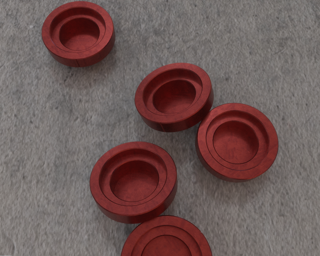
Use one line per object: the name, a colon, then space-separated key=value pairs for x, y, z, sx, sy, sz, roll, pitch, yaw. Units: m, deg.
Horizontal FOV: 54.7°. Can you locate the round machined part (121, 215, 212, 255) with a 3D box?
round machined part: x=0.007 y=0.149 z=0.345 sx=0.099 sy=0.042 sz=0.098 roll=0 pitch=70 yaw=-1

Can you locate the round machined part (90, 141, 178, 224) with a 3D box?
round machined part: x=-0.028 y=0.066 z=0.363 sx=0.099 sy=0.042 sz=0.098 roll=-3 pitch=48 yaw=4

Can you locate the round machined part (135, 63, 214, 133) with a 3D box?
round machined part: x=0.021 y=-0.035 z=0.400 sx=0.098 sy=0.042 sz=0.098 roll=-9 pitch=54 yaw=13

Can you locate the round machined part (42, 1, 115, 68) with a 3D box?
round machined part: x=-0.113 y=-0.129 z=0.445 sx=0.099 sy=0.042 sz=0.098 roll=0 pitch=70 yaw=-1

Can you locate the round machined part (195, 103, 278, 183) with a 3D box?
round machined part: x=0.093 y=0.021 z=0.393 sx=0.099 sy=0.042 sz=0.098 roll=0 pitch=70 yaw=-1
